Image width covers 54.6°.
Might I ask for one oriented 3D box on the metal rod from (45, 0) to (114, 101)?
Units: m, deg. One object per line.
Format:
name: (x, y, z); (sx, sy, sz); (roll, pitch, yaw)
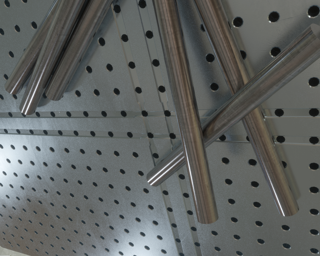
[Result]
metal rod: (-0.080, -0.132, 0.367); (0.025, 0.025, 0.299); (43, 131, -2)

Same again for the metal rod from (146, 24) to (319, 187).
metal rod: (0.060, 0.001, 0.354); (0.025, 0.025, 0.298); (42, 137, -1)

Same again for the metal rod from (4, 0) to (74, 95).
metal rod: (-0.141, -0.133, 0.404); (0.025, 0.025, 0.299); (49, 129, -6)

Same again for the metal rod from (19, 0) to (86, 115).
metal rod: (-0.139, -0.104, 0.402); (0.025, 0.025, 0.299); (44, 135, -3)

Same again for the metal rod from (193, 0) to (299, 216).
metal rod: (0.097, -0.025, 0.344); (0.025, 0.025, 0.299); (-14, 111, 34)

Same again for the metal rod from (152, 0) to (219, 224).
metal rod: (0.025, -0.037, 0.335); (0.025, 0.025, 0.298); (-5, 103, 31)
